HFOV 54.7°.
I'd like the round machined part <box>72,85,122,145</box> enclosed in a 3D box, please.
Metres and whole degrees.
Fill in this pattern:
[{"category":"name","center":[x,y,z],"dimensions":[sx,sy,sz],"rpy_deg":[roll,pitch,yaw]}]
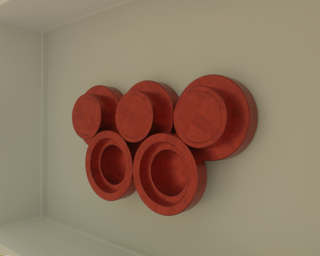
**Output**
[{"category":"round machined part","center":[-0.097,-0.017,0.472],"dimensions":[0.098,0.042,0.097],"rpy_deg":[-1,88,39]}]

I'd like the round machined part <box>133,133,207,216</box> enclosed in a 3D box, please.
[{"category":"round machined part","center":[0.016,0.054,0.380],"dimensions":[0.098,0.042,0.097],"rpy_deg":[0,90,40]}]

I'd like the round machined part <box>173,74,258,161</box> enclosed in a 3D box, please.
[{"category":"round machined part","center":[0.054,-0.011,0.348],"dimensions":[0.098,0.042,0.097],"rpy_deg":[-1,89,40]}]

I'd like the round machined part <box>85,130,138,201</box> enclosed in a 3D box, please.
[{"category":"round machined part","center":[-0.060,0.052,0.443],"dimensions":[0.098,0.042,0.097],"rpy_deg":[0,90,40]}]

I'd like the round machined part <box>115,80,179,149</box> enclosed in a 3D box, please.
[{"category":"round machined part","center":[-0.021,-0.015,0.411],"dimensions":[0.098,0.042,0.097],"rpy_deg":[-1,89,40]}]
